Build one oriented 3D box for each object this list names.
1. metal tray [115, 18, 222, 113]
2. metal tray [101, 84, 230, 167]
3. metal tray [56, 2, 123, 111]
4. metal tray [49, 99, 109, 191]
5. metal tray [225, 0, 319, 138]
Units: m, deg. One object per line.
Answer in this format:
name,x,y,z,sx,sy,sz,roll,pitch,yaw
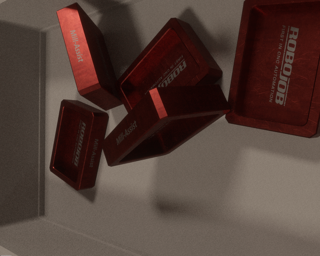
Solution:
metal tray,0.005,-0.061,0.397,0.129,0.030,0.090,-42,65,31
metal tray,0.002,0.000,0.340,0.129,0.091,0.030,-41,65,49
metal tray,-0.097,-0.097,0.439,0.030,0.090,0.129,-21,75,8
metal tray,-0.137,0.026,0.513,0.090,0.030,0.129,22,104,37
metal tray,0.120,-0.062,0.303,0.090,0.030,0.129,13,98,39
